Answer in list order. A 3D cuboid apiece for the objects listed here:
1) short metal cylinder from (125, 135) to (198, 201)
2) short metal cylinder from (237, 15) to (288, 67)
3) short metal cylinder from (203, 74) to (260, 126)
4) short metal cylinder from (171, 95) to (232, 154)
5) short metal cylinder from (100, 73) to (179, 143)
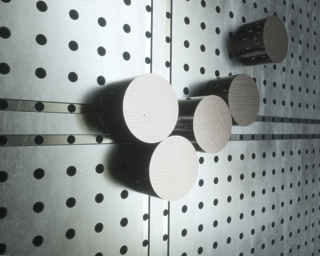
[{"bbox_3d":[0.003,0.049,0.395,0.081,0.050,0.079,0,90,-40],"label":"short metal cylinder"},{"bbox_3d":[0.181,-0.150,0.544,0.081,0.050,0.079,0,90,-40],"label":"short metal cylinder"},{"bbox_3d":[0.112,-0.042,0.486,0.081,0.050,0.080,0,90,-40],"label":"short metal cylinder"},{"bbox_3d":[0.057,-0.005,0.440,0.081,0.050,0.079,0,90,-40],"label":"short metal cylinder"},{"bbox_3d":[-0.024,-0.023,0.372,0.081,0.050,0.079,0,90,-40],"label":"short metal cylinder"}]
